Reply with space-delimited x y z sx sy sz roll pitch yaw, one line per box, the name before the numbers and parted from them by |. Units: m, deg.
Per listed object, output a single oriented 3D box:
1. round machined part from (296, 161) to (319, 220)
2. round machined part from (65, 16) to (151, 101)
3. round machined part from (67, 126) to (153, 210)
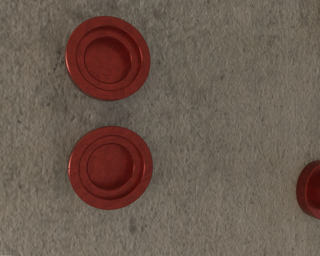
round machined part | 0.276 0.103 0.505 0.099 0.042 0.097 0 90 -21
round machined part | -0.065 -0.081 0.377 0.099 0.042 0.097 0 90 -21
round machined part | -0.062 0.046 0.378 0.099 0.042 0.097 0 90 -21
